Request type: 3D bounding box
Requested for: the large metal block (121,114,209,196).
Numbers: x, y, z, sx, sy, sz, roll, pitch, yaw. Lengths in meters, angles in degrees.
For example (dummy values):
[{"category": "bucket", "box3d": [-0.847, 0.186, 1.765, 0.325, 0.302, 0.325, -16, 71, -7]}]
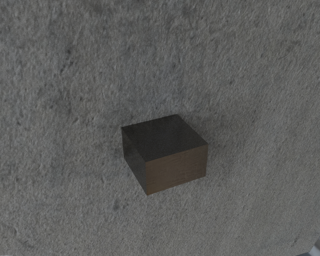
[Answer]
[{"category": "large metal block", "box3d": [0.004, 0.030, 0.393, 0.081, 0.080, 0.050, -14, 125, -21]}]
